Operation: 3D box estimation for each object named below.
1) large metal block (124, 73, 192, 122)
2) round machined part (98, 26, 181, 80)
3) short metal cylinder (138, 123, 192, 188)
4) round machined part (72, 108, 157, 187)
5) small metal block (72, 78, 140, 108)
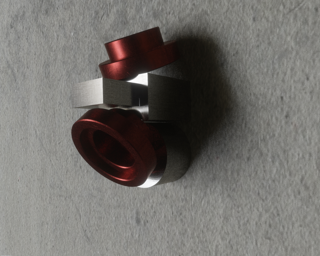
[{"bbox_3d":[-0.018,-0.032,0.382,0.080,0.081,0.050,-2,89,39],"label":"large metal block"},{"bbox_3d":[-0.028,-0.092,0.375,0.098,0.099,0.042,-3,113,39],"label":"round machined part"},{"bbox_3d":[-0.007,0.032,0.395,0.080,0.050,0.079,0,90,39],"label":"short metal cylinder"},{"bbox_3d":[-0.046,0.017,0.345,0.098,0.042,0.097,21,139,20],"label":"round machined part"},{"bbox_3d":[-0.058,-0.035,0.331,0.050,0.050,0.025,-3,88,40],"label":"small metal block"}]
